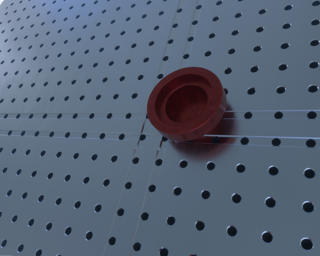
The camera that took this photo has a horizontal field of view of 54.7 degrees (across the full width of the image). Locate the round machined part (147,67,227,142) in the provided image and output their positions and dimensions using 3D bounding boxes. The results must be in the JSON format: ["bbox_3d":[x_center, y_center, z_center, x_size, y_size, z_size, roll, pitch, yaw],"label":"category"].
[{"bbox_3d":[0.036,-0.026,0.393,0.098,0.042,0.098,-13,56,20],"label":"round machined part"}]
